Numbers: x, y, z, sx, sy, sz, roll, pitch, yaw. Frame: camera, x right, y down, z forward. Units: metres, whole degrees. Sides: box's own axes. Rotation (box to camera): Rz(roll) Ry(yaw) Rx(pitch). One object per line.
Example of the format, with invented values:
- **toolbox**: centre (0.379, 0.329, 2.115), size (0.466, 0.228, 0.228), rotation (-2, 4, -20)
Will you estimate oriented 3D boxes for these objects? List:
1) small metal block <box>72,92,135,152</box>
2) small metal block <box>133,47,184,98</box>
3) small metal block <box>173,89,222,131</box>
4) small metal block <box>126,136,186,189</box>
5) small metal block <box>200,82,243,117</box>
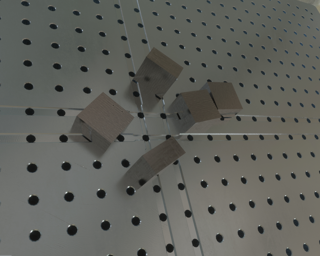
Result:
- **small metal block**: centre (-0.068, -0.008, 0.377), size (0.050, 0.025, 0.050), rotation (39, 51, -2)
- **small metal block**: centre (-0.003, -0.077, 0.439), size (0.050, 0.050, 0.025), rotation (34, 51, -6)
- **small metal block**: centre (0.055, -0.027, 0.456), size (0.050, 0.025, 0.050), rotation (-12, 68, -33)
- **small metal block**: centre (-0.005, 0.041, 0.366), size (0.050, 0.050, 0.025), rotation (-31, 79, -38)
- **small metal block**: centre (0.096, -0.045, 0.489), size (0.050, 0.025, 0.050), rotation (-3, 63, -30)
